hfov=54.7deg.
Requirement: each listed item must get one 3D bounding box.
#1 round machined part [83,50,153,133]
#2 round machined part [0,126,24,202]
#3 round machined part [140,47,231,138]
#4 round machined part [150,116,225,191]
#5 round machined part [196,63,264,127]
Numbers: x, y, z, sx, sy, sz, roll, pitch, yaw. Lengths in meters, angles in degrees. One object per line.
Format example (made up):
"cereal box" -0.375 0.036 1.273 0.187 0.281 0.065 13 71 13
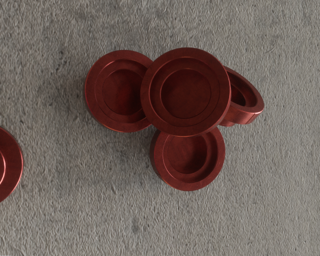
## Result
"round machined part" -0.045 -0.043 0.383 0.099 0.042 0.097 0 90 -20
"round machined part" -0.199 0.040 0.327 0.099 0.042 0.097 0 90 -20
"round machined part" 0.030 -0.037 0.350 0.098 0.042 0.097 -1 84 14
"round machined part" 0.033 0.031 0.411 0.099 0.042 0.097 -1 92 -19
"round machined part" 0.085 -0.040 0.413 0.099 0.042 0.098 20 39 -17
